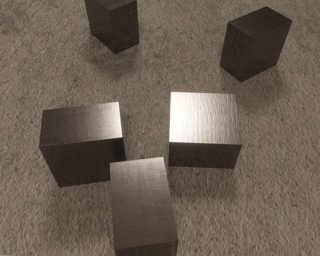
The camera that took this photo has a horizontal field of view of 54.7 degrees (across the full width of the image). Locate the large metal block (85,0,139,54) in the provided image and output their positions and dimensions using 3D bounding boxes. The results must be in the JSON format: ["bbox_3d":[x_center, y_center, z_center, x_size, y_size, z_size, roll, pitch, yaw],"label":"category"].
[{"bbox_3d":[-0.081,-0.186,0.523,0.050,0.080,0.080,-32,57,-24],"label":"large metal block"}]

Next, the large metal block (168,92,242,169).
[{"bbox_3d":[0.052,0.002,0.386,0.081,0.050,0.080,2,50,1],"label":"large metal block"}]

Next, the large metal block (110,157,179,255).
[{"bbox_3d":[-0.016,0.086,0.295,0.050,0.080,0.080,-6,51,-6],"label":"large metal block"}]

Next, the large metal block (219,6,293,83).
[{"bbox_3d":[0.145,-0.129,0.478,0.081,0.080,0.050,-28,56,-22],"label":"large metal block"}]

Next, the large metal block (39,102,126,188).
[{"bbox_3d":[-0.081,0.020,0.349,0.081,0.080,0.050,-7,51,-6],"label":"large metal block"}]
